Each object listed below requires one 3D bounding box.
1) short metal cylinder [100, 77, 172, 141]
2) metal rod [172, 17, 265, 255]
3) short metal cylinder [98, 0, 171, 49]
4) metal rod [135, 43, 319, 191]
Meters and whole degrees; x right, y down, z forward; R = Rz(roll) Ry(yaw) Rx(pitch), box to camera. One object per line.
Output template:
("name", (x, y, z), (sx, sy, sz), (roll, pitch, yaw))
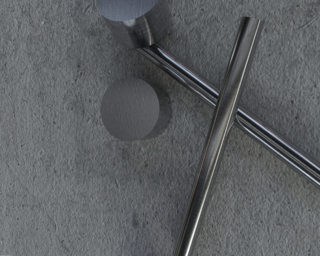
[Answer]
("short metal cylinder", (-0.030, -0.023, 0.406), (0.080, 0.050, 0.079), (0, 90, 20))
("metal rod", (0.064, 0.025, 0.365), (0.025, 0.025, 0.298), (19, 104, 19))
("short metal cylinder", (-0.031, -0.149, 0.391), (0.080, 0.050, 0.080), (-6, 65, 13))
("metal rod", (0.082, -0.026, 0.379), (0.300, 0.025, 0.025), (40, 103, 15))
